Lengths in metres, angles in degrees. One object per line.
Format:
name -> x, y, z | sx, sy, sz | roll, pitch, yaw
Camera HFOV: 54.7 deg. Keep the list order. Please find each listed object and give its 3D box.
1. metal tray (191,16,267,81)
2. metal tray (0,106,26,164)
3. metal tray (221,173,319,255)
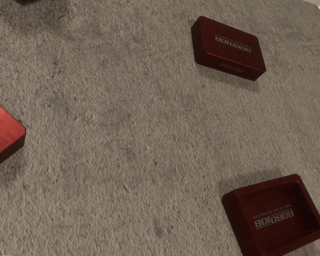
metal tray -> 0.123, -0.142, 0.556 | 0.131, 0.030, 0.090 | 12, 57, -22
metal tray -> -0.204, 0.018, 0.280 | 0.090, 0.030, 0.131 | 41, 51, 0
metal tray -> 0.155, 0.117, 0.414 | 0.131, 0.030, 0.090 | -6, 65, -31
